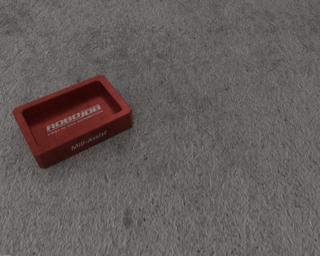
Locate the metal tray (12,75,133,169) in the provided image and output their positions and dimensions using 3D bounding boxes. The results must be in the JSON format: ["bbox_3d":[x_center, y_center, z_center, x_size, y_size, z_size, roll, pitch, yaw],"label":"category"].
[{"bbox_3d":[-0.113,-0.013,0.410,0.131,0.030,0.090,-27,55,-21],"label":"metal tray"}]
